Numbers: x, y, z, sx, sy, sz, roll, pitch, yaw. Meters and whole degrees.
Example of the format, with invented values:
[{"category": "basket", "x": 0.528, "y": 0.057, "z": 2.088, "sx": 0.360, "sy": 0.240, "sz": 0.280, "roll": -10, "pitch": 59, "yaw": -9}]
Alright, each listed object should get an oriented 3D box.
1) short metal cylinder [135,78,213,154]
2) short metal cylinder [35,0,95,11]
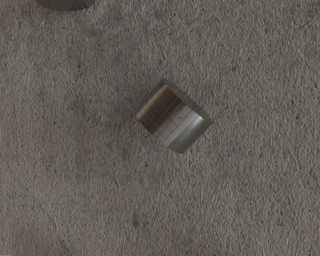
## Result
[{"category": "short metal cylinder", "x": 0.017, "y": -0.015, "z": 0.374, "sx": 0.080, "sy": 0.080, "sz": 0.050, "roll": 45, "pitch": 104, "yaw": 14}, {"category": "short metal cylinder", "x": -0.132, "y": -0.202, "z": 0.426, "sx": 0.080, "sy": 0.080, "sz": 0.050, "roll": -6, "pitch": 88, "yaw": 20}]
